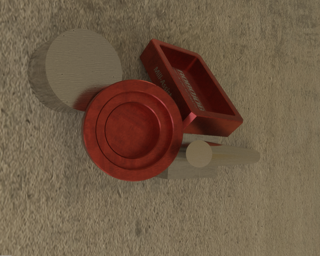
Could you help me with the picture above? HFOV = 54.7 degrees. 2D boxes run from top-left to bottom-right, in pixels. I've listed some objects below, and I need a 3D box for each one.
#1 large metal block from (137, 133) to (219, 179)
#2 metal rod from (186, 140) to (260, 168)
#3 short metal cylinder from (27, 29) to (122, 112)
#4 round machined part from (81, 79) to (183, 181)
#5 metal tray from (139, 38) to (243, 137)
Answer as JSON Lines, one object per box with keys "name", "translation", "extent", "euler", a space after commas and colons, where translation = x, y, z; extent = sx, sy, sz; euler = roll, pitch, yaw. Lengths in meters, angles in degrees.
{"name": "large metal block", "translation": [0.014, 0.032, 0.384], "extent": [0.081, 0.080, 0.050], "euler": [6, 87, -40]}
{"name": "metal rod", "translation": [0.101, 0.037, 0.416], "extent": [0.301, 0.025, 0.025], "euler": [12, 82, -64]}
{"name": "short metal cylinder", "translation": [-0.087, -0.056, 0.318], "extent": [0.081, 0.050, 0.079], "euler": [0, 90, -40]}
{"name": "round machined part", "translation": [-0.030, 0.002, 0.314], "extent": [0.099, 0.042, 0.097], "euler": [0, 89, -20]}
{"name": "metal tray", "translation": [0.038, -0.050, 0.387], "extent": [0.091, 0.030, 0.130], "euler": [6, 47, -40]}
